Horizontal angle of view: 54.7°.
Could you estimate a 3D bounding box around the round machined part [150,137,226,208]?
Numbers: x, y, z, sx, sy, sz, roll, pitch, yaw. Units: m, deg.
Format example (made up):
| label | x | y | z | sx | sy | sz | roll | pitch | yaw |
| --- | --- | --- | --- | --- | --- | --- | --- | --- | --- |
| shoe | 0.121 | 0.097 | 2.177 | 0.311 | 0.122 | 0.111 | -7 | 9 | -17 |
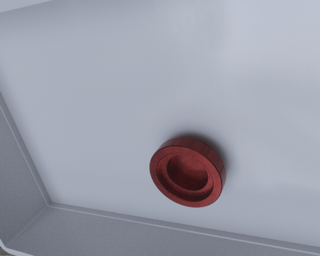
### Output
| label | x | y | z | sx | sy | sz | roll | pitch | yaw |
| --- | --- | --- | --- | --- | --- | --- | --- | --- | --- |
| round machined part | 0.039 | 0.054 | 0.409 | 0.098 | 0.042 | 0.097 | 13 | 124 | 20 |
